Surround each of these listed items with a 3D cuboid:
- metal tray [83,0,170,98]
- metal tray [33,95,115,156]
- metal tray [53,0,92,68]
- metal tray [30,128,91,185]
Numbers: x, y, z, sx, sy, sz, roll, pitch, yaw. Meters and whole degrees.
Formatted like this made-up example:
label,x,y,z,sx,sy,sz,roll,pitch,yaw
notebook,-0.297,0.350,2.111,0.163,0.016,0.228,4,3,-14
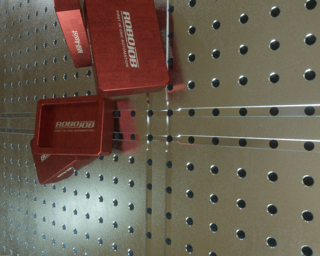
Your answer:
label,x,y,z,sx,sy,sz,roll,pitch,yaw
metal tray,-0.045,-0.109,0.404,0.030,0.091,0.129,144,117,-70
metal tray,-0.137,-0.002,0.490,0.130,0.030,0.090,-1,82,23
metal tray,-0.124,-0.160,0.449,0.130,0.030,0.090,97,162,-67
metal tray,-0.183,0.038,0.559,0.130,0.030,0.090,-32,70,35
